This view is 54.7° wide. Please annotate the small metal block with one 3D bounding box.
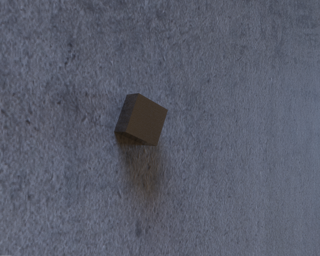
[{"bbox_3d":[-0.023,-0.009,0.388,0.050,0.025,0.050,28,73,-37],"label":"small metal block"}]
